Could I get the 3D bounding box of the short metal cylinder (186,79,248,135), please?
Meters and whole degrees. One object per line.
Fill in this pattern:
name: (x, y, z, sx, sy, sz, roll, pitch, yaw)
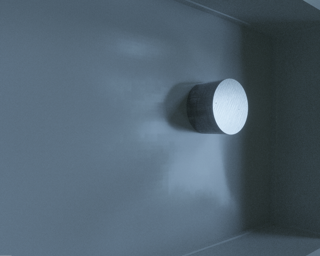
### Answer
short metal cylinder: (0.086, -0.031, 0.461, 0.081, 0.050, 0.080, 0, 90, -40)
